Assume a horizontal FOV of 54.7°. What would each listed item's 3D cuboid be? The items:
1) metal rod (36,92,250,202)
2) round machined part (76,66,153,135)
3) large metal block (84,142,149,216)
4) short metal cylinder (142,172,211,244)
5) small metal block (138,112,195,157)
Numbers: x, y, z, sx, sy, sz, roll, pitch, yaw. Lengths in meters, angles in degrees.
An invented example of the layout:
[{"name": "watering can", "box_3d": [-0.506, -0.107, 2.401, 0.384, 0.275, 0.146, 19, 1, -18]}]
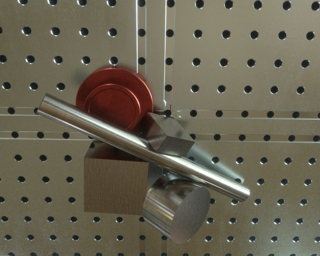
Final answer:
[{"name": "metal rod", "box_3d": [-0.003, 0.034, 0.391, 0.302, 0.025, 0.025, 26, 108, -23]}, {"name": "round machined part", "box_3d": [-0.058, -0.027, 0.394, 0.099, 0.042, 0.097, 0, 110, -1]}, {"name": "large metal block", "box_3d": [-0.058, 0.068, 0.422, 0.081, 0.050, 0.079, 4, 110, -2]}, {"name": "short metal cylinder", "box_3d": [0.023, 0.106, 0.417, 0.081, 0.050, 0.079, -23, 124, -40]}, {"name": "small metal block", "box_3d": [0.008, 0.008, 0.393, 0.050, 0.050, 0.025, 14, 117, -42]}]
